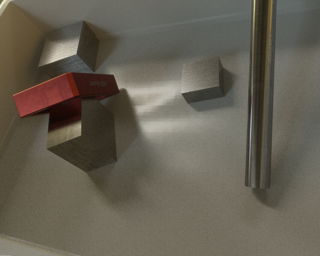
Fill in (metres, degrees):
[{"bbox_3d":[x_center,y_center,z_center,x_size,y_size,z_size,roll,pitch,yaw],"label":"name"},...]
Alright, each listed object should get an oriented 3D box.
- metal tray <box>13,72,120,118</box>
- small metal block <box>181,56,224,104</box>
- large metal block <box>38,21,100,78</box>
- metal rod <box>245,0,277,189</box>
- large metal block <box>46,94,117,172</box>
[{"bbox_3d":[-0.125,-0.047,0.437,0.090,0.130,0.030,-18,93,17],"label":"metal tray"},{"bbox_3d":[0.057,-0.064,0.414,0.050,0.025,0.050,-9,58,23],"label":"small metal block"},{"bbox_3d":[-0.161,-0.134,0.554,0.080,0.050,0.080,-12,57,21],"label":"large metal block"},{"bbox_3d":[0.107,-0.089,0.323,0.025,0.025,0.298,2,88,29],"label":"metal rod"},{"bbox_3d":[-0.103,0.003,0.421,0.050,0.080,0.080,-20,54,16],"label":"large metal block"}]
